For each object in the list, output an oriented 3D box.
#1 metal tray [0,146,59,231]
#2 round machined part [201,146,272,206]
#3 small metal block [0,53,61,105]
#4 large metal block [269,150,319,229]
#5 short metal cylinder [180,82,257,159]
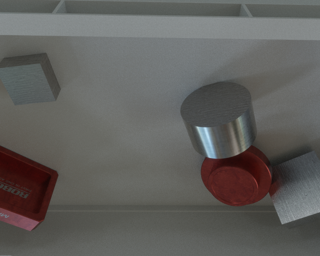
[{"bbox_3d":[-0.216,0.076,0.427,0.131,0.090,0.030,31,123,-24],"label":"metal tray"},{"bbox_3d":[0.105,0.071,0.437,0.098,0.042,0.097,10,120,18],"label":"round machined part"},{"bbox_3d":[-0.151,-0.056,0.359,0.050,0.025,0.050,-6,130,4],"label":"small metal block"},{"bbox_3d":[0.204,0.090,0.446,0.080,0.080,0.050,-27,145,20],"label":"large metal block"},{"bbox_3d":[0.070,-0.010,0.365,0.080,0.080,0.050,-14,129,11],"label":"short metal cylinder"}]
